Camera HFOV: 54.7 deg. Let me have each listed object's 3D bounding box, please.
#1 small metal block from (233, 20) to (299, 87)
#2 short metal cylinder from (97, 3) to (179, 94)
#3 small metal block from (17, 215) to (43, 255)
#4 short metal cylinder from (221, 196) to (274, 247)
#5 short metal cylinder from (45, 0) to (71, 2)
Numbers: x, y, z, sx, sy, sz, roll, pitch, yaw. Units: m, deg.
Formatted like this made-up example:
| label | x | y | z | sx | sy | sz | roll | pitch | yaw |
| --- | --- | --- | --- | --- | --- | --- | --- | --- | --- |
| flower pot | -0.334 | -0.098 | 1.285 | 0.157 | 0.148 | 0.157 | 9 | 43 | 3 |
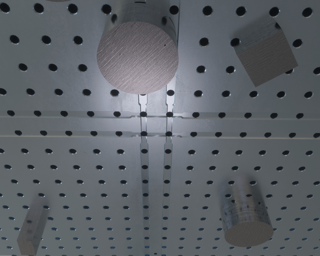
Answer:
| label | x | y | z | sx | sy | sz | roll | pitch | yaw |
| --- | --- | --- | --- | --- | --- | --- | --- | --- | --- |
| small metal block | 0.117 | -0.081 | 0.344 | 0.050 | 0.025 | 0.050 | -28 | 125 | 21 |
| short metal cylinder | -0.022 | -0.082 | 0.325 | 0.081 | 0.050 | 0.079 | 0 | 130 | 0 |
| small metal block | -0.232 | 0.193 | 0.557 | 0.025 | 0.050 | 0.050 | 6 | 130 | -5 |
| short metal cylinder | 0.148 | 0.162 | 0.535 | 0.081 | 0.050 | 0.079 | 0 | 130 | 0 |
| short metal cylinder | -0.088 | -0.156 | 0.262 | 0.081 | 0.050 | 0.079 | 0 | 130 | 0 |
